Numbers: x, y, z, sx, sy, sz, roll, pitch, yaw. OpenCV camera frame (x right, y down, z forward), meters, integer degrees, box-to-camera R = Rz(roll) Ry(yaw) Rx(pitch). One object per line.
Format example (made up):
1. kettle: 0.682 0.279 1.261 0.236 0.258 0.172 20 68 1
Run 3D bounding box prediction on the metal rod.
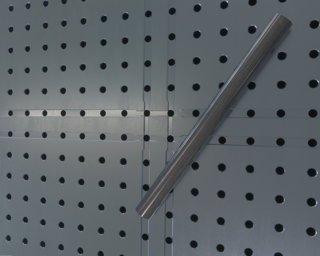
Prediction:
1. metal rod: 0.061 -0.006 0.391 0.025 0.025 0.299 38 102 16
